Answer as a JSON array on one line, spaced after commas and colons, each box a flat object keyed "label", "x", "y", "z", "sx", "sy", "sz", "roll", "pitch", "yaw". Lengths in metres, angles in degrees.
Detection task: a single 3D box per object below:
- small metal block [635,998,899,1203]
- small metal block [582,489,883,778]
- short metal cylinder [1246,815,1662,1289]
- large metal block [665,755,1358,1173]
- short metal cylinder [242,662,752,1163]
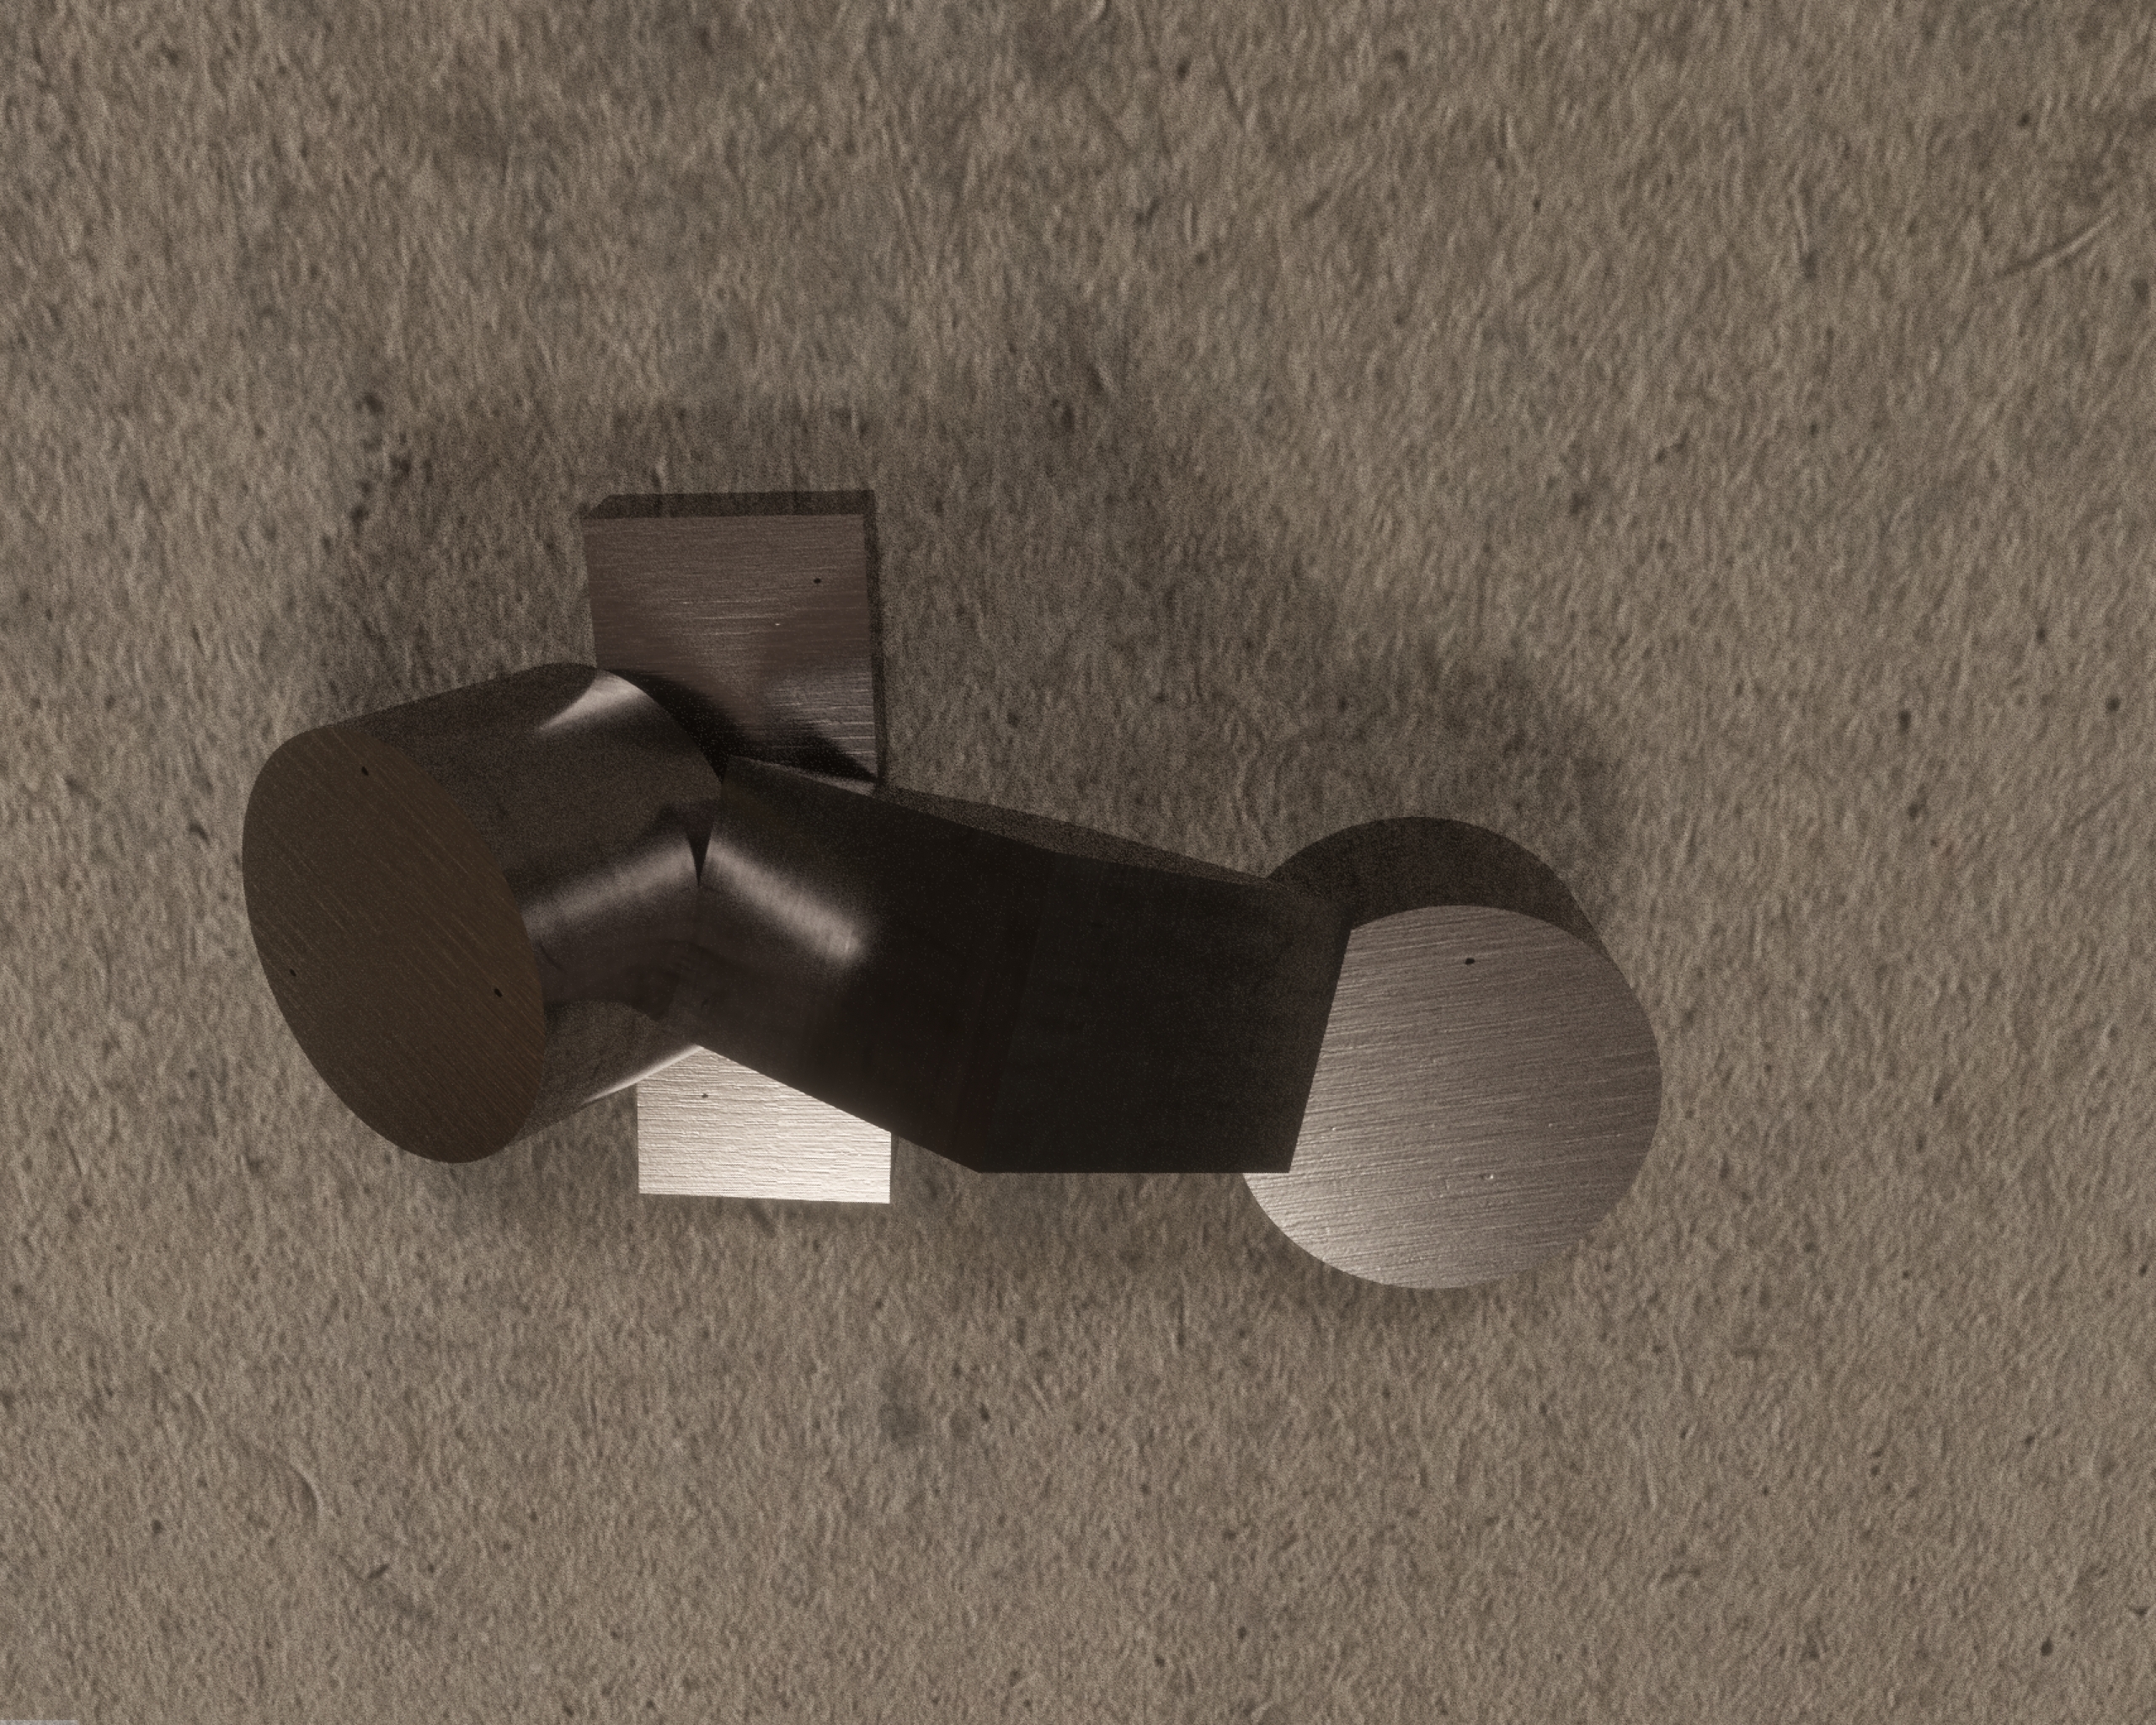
[{"label": "small metal block", "x": -0.062, "y": 0.040, "z": 0.425, "sx": 0.050, "sy": 0.025, "sz": 0.050, "roll": 3, "pitch": 110, "yaw": -2}, {"label": "small metal block", "x": -0.063, "y": -0.043, "z": 0.394, "sx": 0.050, "sy": 0.025, "sz": 0.050, "roll": -1, "pitch": 110, "yaw": 0}, {"label": "short metal cylinder", "x": 0.068, "y": 0.036, "z": 0.412, "sx": 0.081, "sy": 0.050, "sz": 0.079, "roll": 0, "pitch": 110, "yaw": -1}, {"label": "large metal block", "x": -0.011, "y": 0.018, "z": 0.368, "sx": 0.081, "sy": 0.080, "sz": 0.050, "roll": 10, "pitch": 95, "yaw": -48}, {"label": "short metal cylinder", "x": -0.105, "y": 0.008, "z": 0.380, "sx": 0.080, "sy": 0.050, "sz": 0.079, "roll": 14, "pitch": 115, "yaw": 33}]
